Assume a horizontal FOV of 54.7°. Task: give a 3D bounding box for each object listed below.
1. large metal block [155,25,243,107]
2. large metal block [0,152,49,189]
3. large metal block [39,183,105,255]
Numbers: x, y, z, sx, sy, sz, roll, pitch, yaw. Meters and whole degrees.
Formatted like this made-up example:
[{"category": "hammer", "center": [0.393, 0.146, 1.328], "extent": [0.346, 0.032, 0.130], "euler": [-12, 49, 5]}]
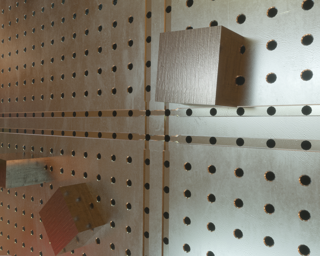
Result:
[{"category": "large metal block", "center": [0.044, -0.067, 0.356], "extent": [0.080, 0.050, 0.079], "euler": [7, 95, 39]}, {"category": "large metal block", "center": [-0.273, 0.078, 0.595], "extent": [0.080, 0.081, 0.050], "euler": [6, 94, 39]}, {"category": "large metal block", "center": [-0.147, 0.149, 0.512], "extent": [0.080, 0.050, 0.080], "euler": [-47, 62, 29]}]
